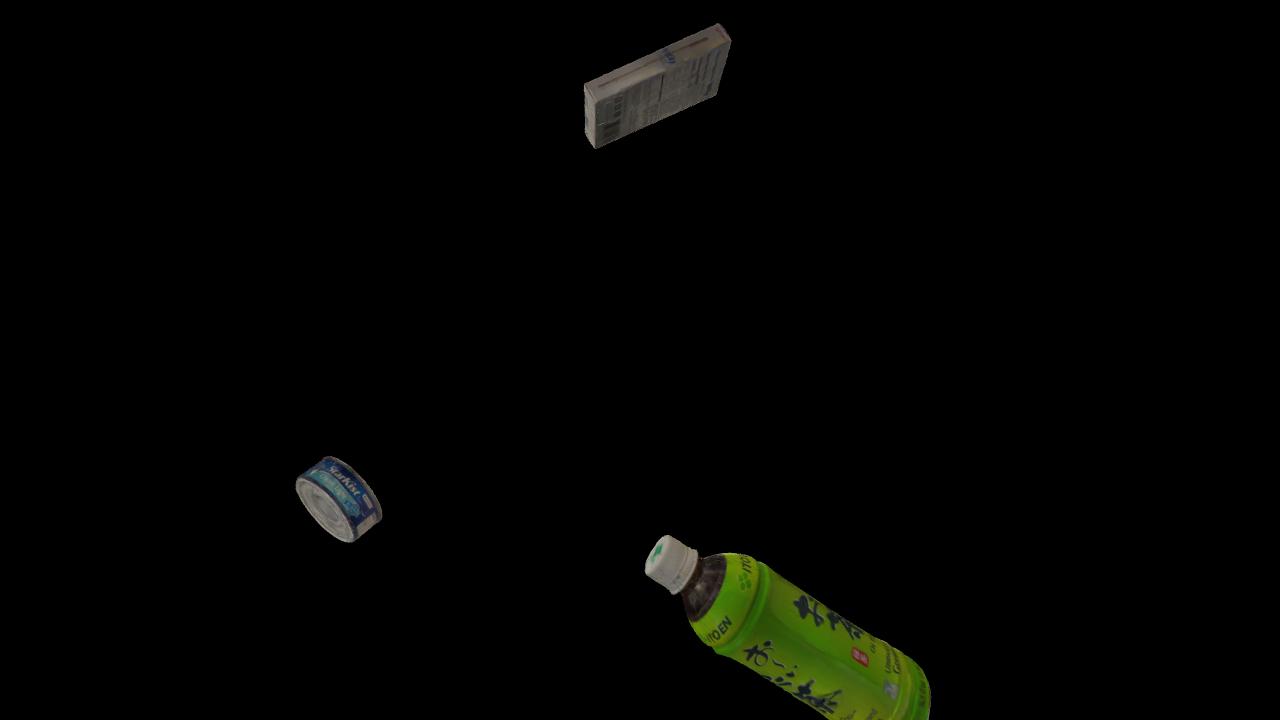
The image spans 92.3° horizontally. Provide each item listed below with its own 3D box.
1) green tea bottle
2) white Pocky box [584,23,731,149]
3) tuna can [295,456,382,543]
[{"bbox_3d":[0.097,0.191,0.430,0.212,0.073,0.073,32,-3,-5],"label":"green tea bottle"},{"bbox_3d":[0.016,-0.275,0.625,0.154,0.028,0.084,-29,-10,-11],"label":"white Pocky box"},{"bbox_3d":[-0.296,0.137,0.603,0.084,0.084,0.034,0,29,36],"label":"tuna can"}]
